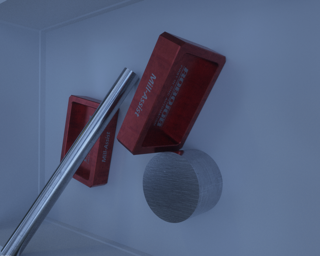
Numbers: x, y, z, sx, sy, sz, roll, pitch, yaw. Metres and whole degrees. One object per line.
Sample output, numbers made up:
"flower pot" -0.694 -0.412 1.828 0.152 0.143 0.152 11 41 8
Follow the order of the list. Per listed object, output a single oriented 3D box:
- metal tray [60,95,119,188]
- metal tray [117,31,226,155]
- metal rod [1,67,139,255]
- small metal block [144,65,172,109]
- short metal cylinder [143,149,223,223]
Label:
"metal tray" -0.116 0.019 0.495 0.090 0.030 0.129 17 101 38
"metal tray" 0.014 -0.033 0.351 0.030 0.091 0.129 38 113 33
"metal rod" -0.122 0.046 0.430 0.025 0.025 0.299 31 85 35
"small metal block" 0.005 -0.050 0.385 0.025 0.050 0.050 25 106 37
"short metal cylinder" 0.026 0.066 0.367 0.080 0.050 0.079 0 90 39
